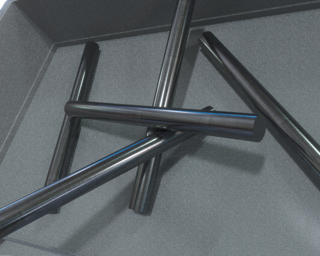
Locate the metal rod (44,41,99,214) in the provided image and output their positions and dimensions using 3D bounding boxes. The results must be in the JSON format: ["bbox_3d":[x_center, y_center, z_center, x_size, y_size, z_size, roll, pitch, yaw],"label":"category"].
[{"bbox_3d":[-0.137,-0.018,0.488,0.025,0.025,0.299,-8,58,24],"label":"metal rod"}]

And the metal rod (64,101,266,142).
[{"bbox_3d":[-0.024,-0.015,0.370,0.300,0.025,0.025,8,65,42],"label":"metal rod"}]

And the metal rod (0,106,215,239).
[{"bbox_3d":[-0.060,0.045,0.324,0.302,0.025,0.025,-26,47,-24],"label":"metal rod"}]

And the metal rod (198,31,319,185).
[{"bbox_3d":[0.122,-0.026,0.357,0.025,0.025,0.300,-33,51,6],"label":"metal rod"}]

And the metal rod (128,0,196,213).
[{"bbox_3d":[0.007,-0.046,0.393,0.025,0.025,0.299,5,76,30],"label":"metal rod"}]
